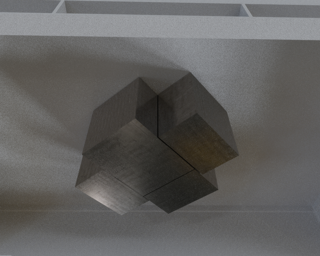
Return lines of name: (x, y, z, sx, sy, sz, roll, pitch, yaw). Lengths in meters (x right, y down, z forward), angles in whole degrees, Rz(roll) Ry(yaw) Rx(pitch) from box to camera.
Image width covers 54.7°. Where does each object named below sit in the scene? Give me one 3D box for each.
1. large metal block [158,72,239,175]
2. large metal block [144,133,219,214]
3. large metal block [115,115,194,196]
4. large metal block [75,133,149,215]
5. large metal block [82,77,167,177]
large metal block: (0.043, -0.006, 0.368, 0.050, 0.080, 0.080, -33, 123, 25)
large metal block: (0.026, 0.056, 0.421, 0.080, 0.080, 0.050, -32, 123, 24)
large metal block: (-0.007, 0.027, 0.395, 0.080, 0.080, 0.050, -32, 123, 24)
large metal block: (-0.060, 0.057, 0.420, 0.050, 0.080, 0.080, -33, 123, 25)
large metal block: (-0.040, -0.001, 0.369, 0.080, 0.080, 0.050, -32, 123, 24)
